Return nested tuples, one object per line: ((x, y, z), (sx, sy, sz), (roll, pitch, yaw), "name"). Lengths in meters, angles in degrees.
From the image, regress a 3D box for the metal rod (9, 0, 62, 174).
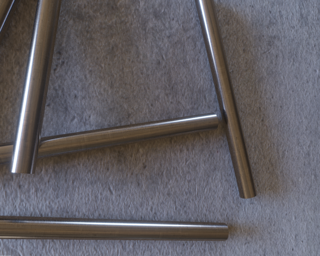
((-0.130, -0.100, 0.346), (0.025, 0.025, 0.298), (9, 82, -20), "metal rod")

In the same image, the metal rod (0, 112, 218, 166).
((-0.064, 0.012, 0.385), (0.303, 0.025, 0.025), (-9, 93, -20), "metal rod")

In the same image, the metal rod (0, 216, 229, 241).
((-0.049, 0.129, 0.392), (0.302, 0.025, 0.025), (8, 87, -20), "metal rod")

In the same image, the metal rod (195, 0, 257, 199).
((0.095, -0.044, 0.445), (0.025, 0.025, 0.298), (-16, 96, -20), "metal rod")

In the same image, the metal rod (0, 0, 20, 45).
((-0.191, -0.090, 0.338), (0.025, 0.025, 0.299), (22, 83, -19), "metal rod")
